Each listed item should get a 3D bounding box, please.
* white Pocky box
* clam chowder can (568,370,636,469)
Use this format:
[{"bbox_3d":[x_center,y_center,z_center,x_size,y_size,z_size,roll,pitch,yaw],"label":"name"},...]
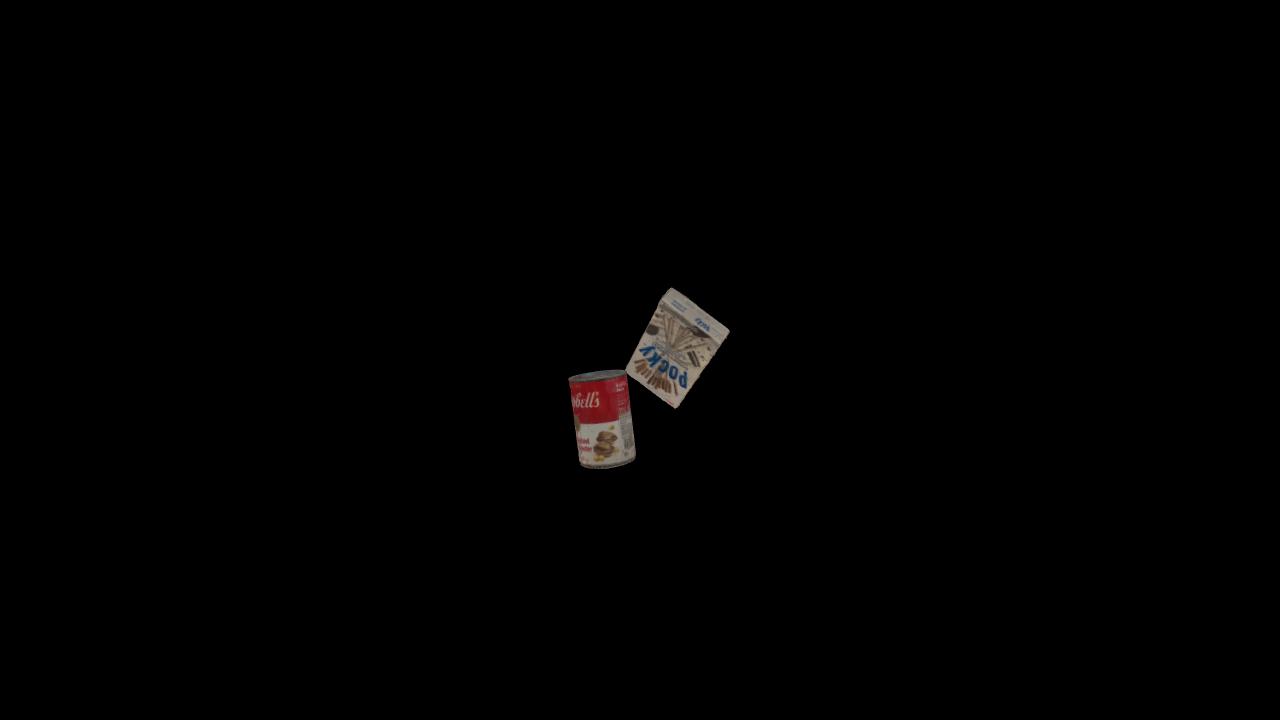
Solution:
[{"bbox_3d":[0.039,-0.009,0.720,0.084,0.028,0.154,37,-36,6],"label":"white Pocky box"},{"bbox_3d":[-0.042,0.066,0.704,0.068,0.102,0.068,-7,6,1],"label":"clam chowder can"}]
